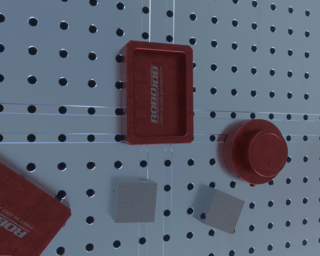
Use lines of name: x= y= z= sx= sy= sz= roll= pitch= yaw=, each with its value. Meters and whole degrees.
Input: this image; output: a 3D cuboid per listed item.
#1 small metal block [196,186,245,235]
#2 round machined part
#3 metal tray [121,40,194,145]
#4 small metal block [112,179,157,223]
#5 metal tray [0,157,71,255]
small metal block: x=0.087 y=0.118 z=0.445 sx=0.050 sy=0.025 sz=0.050 roll=26 pitch=82 yaw=-18
round machined part: x=0.148 y=0.035 z=0.458 sx=0.099 sy=0.042 sz=0.097 roll=0 pitch=90 yaw=-20
metal tray: x=-0.003 y=-0.044 z=0.408 sx=0.091 sy=0.030 sz=0.129 roll=-1 pitch=90 yaw=-20
small metal block: x=-0.033 y=0.094 z=0.400 sx=0.050 sy=0.025 sz=0.050 roll=5 pitch=88 yaw=-20
metal tray: x=-0.179 y=0.092 z=0.344 sx=0.130 sy=0.030 sz=0.090 roll=40 pitch=77 yaw=-16
